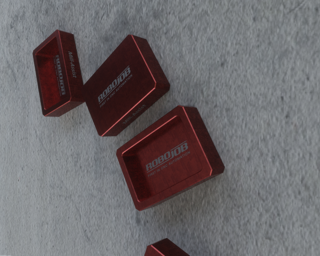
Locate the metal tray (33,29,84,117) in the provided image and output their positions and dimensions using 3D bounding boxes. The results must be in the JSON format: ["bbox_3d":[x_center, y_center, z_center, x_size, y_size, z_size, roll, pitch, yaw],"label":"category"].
[{"bbox_3d":[-0.180,-0.094,0.546,0.090,0.030,0.129,-22,77,37],"label":"metal tray"}]

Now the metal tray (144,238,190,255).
[{"bbox_3d":[0.030,0.195,0.335,0.130,0.030,0.089,27,106,36],"label":"metal tray"}]

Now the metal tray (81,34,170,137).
[{"bbox_3d":[-0.055,-0.057,0.444,0.130,0.030,0.090,-38,67,33],"label":"metal tray"}]

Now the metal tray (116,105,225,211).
[{"bbox_3d":[0.007,0.041,0.394,0.130,0.030,0.090,-35,69,34],"label":"metal tray"}]
